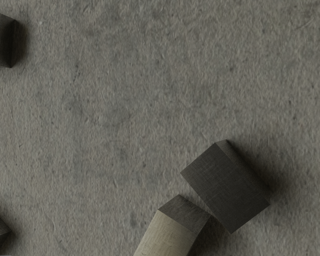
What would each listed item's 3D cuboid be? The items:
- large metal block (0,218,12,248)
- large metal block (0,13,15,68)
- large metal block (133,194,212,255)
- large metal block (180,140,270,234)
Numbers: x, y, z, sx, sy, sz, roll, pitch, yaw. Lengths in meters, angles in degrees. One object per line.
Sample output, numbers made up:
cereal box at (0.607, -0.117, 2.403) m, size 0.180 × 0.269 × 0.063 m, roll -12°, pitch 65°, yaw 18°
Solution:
large metal block at (-0.303, 0.175, 0.500) m, size 0.080 × 0.050 × 0.080 m, roll 40°, pitch 102°, yaw 15°
large metal block at (-0.286, -0.141, 0.494) m, size 0.080 × 0.050 × 0.079 m, roll 7°, pitch 92°, yaw 19°
large metal block at (0.014, 0.135, 0.374) m, size 0.050 × 0.080 × 0.080 m, roll 29°, pitch 100°, yaw 17°
large metal block at (0.078, 0.061, 0.352) m, size 0.050 × 0.080 × 0.080 m, roll -44°, pitch 77°, yaw 15°
